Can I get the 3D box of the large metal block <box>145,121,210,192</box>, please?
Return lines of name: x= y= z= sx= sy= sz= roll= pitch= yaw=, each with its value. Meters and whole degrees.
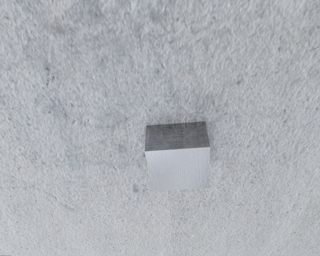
large metal block: x=0.025 y=0.040 z=0.426 sx=0.080 sy=0.050 sz=0.080 roll=-4 pitch=130 yaw=3
